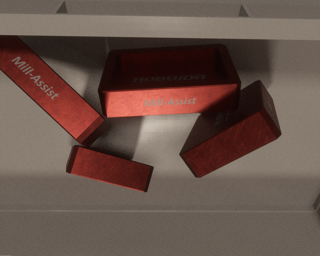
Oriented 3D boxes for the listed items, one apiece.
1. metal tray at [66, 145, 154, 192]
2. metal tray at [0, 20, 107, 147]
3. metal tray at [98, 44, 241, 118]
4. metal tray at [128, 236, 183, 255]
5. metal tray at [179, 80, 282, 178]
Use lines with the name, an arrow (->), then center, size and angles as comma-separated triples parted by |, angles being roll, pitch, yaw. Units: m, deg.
metal tray -> -0.070, 0.049, 0.393 | 0.091, 0.030, 0.130 | 17, 171, -15
metal tray -> -0.111, -0.037, 0.303 | 0.130, 0.090, 0.030 | 43, 80, -2
metal tray -> 0.009, -0.052, 0.321 | 0.131, 0.090, 0.030 | -3, 128, 2
metal tray -> 0.000, 0.278, 0.646 | 0.090, 0.030, 0.130 | -16, 129, 13
metal tray -> 0.078, -0.005, 0.337 | 0.090, 0.130, 0.030 | -32, 98, 24
